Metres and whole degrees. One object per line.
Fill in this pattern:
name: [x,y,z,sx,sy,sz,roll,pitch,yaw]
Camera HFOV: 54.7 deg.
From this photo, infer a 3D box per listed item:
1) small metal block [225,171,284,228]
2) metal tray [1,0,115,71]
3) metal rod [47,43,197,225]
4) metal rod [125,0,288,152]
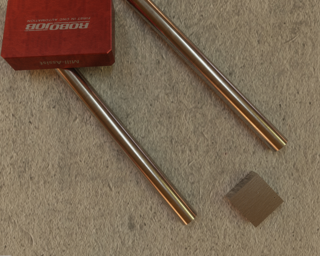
small metal block: [0.125,0.094,0.412,0.050,0.025,0.050,-43,91,0]
metal tray: [-0.125,-0.122,0.392,0.131,0.030,0.090,-3,71,-1]
metal rod: [-0.056,0.005,0.409,0.025,0.025,0.300,-40,91,0]
metal rod: [0.055,-0.084,0.410,0.025,0.025,0.300,-44,91,0]
